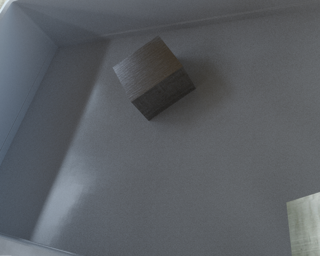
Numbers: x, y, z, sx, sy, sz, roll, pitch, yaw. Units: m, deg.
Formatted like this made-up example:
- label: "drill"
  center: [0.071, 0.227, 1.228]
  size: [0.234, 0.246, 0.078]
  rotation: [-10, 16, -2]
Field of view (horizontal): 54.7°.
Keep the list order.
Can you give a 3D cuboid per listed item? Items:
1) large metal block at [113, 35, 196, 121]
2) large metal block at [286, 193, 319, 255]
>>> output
- label: "large metal block"
  center: [-0.009, -0.071, 0.438]
  size: [0.080, 0.050, 0.080]
  rotation: [-34, 51, 5]
- label: "large metal block"
  center: [0.144, 0.097, 0.222]
  size: [0.050, 0.080, 0.080]
  rotation: [-42, 32, 49]
